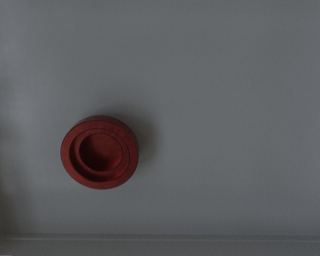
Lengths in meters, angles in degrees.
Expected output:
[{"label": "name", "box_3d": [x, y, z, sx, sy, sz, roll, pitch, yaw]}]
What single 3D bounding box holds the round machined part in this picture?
[{"label": "round machined part", "box_3d": [-0.076, 0.029, 0.412, 0.099, 0.042, 0.097, 0, 110, 0]}]
